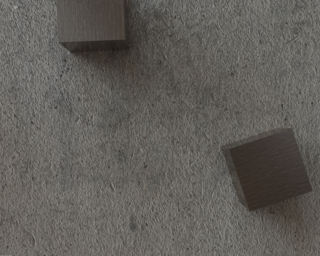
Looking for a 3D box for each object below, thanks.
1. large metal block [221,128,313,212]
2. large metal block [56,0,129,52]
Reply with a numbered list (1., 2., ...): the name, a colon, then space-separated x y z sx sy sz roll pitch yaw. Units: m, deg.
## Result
1. large metal block: 0.134 0.051 0.398 0.080 0.050 0.080 -18 90 0
2. large metal block: -0.084 -0.144 0.397 0.081 0.050 0.080 -2 90 0
